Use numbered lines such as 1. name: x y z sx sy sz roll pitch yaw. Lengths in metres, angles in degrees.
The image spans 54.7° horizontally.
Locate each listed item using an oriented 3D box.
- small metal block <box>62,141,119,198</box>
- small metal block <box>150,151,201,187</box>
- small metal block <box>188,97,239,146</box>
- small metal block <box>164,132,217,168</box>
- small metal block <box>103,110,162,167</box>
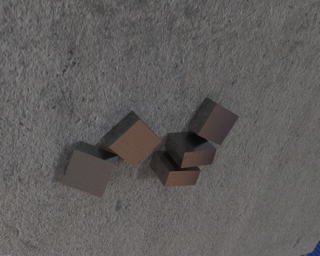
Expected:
1. small metal block: -0.084 0.050 0.378 0.050 0.025 0.050 22 109 -6
2. small metal block: 0.021 0.056 0.437 0.050 0.050 0.025 3 117 -30
3. small metal block: 0.077 -0.009 0.441 0.050 0.025 0.050 24 102 -37
4. small metal block: 0.042 0.029 0.431 0.050 0.050 0.025 -3 120 -27
5. small metal block: -0.035 0.014 0.397 0.050 0.025 0.050 -43 130 1
